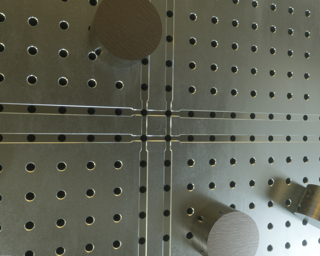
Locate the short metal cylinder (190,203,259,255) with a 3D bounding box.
[{"bbox_3d":[0.089,0.150,0.432,0.081,0.050,0.079,0,90,-20],"label":"short metal cylinder"}]

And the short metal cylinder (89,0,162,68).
[{"bbox_3d":[-0.044,-0.119,0.383,0.081,0.050,0.079,0,90,-20],"label":"short metal cylinder"}]

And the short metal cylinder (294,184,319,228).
[{"bbox_3d":[0.258,0.129,0.479,0.080,0.080,0.050,33,79,-17],"label":"short metal cylinder"}]
